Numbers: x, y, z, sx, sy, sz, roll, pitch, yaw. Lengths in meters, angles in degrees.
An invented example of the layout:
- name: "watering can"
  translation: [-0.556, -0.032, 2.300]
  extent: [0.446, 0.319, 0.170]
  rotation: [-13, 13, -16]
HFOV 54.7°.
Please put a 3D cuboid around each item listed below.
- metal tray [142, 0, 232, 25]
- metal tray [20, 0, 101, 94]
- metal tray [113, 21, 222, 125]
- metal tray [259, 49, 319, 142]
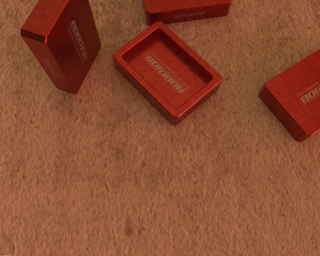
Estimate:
- name: "metal tray"
  translation: [0.037, -0.213, 0.483]
  extent: [0.131, 0.030, 0.090]
  rotation: [-9, 70, -4]
- name: "metal tray"
  translation: [-0.117, -0.111, 0.392]
  extent: [0.030, 0.130, 0.090]
  rotation: [19, 71, 6]
- name: "metal tray"
  translation: [0.009, -0.079, 0.434]
  extent: [0.090, 0.030, 0.130]
  rotation: [-41, 75, -14]
- name: "metal tray"
  translation: [0.217, -0.052, 0.427]
  extent: [0.131, 0.030, 0.090]
  rotation: [-31, 73, -11]
